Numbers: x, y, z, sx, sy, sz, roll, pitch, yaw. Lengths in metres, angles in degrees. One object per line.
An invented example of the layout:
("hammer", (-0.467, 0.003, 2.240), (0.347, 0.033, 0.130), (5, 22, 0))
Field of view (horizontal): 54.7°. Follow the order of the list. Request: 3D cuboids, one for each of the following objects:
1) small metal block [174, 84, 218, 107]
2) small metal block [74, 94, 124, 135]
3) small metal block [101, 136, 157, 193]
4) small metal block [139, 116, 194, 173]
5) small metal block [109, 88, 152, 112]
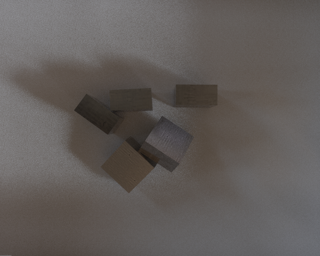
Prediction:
("small metal block", (0.044, -0.040, 0.400), (0.050, 0.050, 0.025), (0, 90, -1))
("small metal block", (-0.076, -0.017, 0.398), (0.050, 0.050, 0.025), (36, 90, -1))
("small metal block", (-0.039, 0.047, 0.405), (0.050, 0.025, 0.050), (43, 106, -1))
("small metal block", (0.009, 0.020, 0.398), (0.050, 0.025, 0.050), (34, 49, -1))
("small metal block", (-0.035, -0.035, 0.398), (0.050, 0.050, 0.025), (-3, 90, -1))
